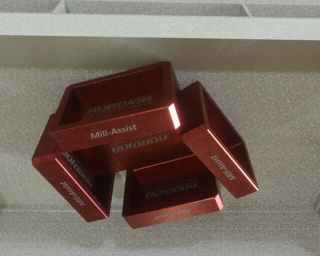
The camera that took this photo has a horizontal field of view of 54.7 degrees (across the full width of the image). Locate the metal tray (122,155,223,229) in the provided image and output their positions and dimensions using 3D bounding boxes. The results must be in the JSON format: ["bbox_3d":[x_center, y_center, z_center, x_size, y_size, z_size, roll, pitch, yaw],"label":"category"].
[{"bbox_3d":[0.015,0.083,0.435,0.130,0.090,0.030,-16,128,12],"label":"metal tray"}]

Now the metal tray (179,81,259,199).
[{"bbox_3d":[0.071,0.016,0.379,0.030,0.090,0.130,-29,125,23],"label":"metal tray"}]

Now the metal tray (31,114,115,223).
[{"bbox_3d":[-0.104,0.050,0.405,0.030,0.090,0.130,-17,129,13],"label":"metal tray"}]

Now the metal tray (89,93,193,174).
[{"bbox_3d":[-0.028,0.008,0.409,0.130,0.030,0.090,-15,129,12],"label":"metal tray"}]

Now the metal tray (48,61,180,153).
[{"bbox_3d":[-0.047,-0.025,0.341,0.131,0.090,0.030,-12,129,9],"label":"metal tray"}]
